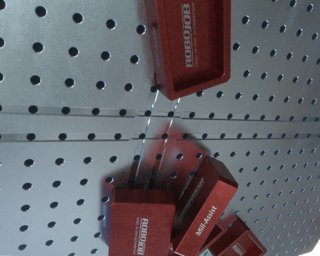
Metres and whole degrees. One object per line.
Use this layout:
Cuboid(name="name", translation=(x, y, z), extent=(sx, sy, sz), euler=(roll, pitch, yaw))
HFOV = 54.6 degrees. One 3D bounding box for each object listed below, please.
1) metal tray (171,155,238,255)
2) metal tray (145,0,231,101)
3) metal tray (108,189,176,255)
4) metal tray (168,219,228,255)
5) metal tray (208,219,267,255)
Cuboid(name="metal tray", translation=(0.059, 0.114, 0.463), extent=(0.030, 0.090, 0.129), euler=(27, 101, -10))
Cuboid(name="metal tray", translation=(0.037, -0.105, 0.361), extent=(0.091, 0.030, 0.129), euler=(-20, 126, -16))
Cuboid(name="metal tray", translation=(-0.030, 0.152, 0.466), extent=(0.091, 0.030, 0.129), euler=(3, 119, -7))
Cuboid(name="metal tray", translation=(0.050, 0.197, 0.556), extent=(0.130, 0.030, 0.090), euler=(-41, 130, 0))
Cuboid(name="metal tray", translation=(0.167, 0.256, 0.655), extent=(0.090, 0.030, 0.130), euler=(-41, 129, -1))
